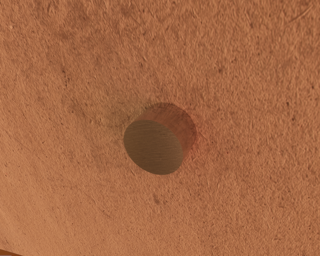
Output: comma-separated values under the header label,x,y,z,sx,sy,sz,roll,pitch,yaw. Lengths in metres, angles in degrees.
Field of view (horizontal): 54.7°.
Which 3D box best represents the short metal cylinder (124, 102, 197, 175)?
label,x,y,z,sx,sy,sz,roll,pitch,yaw
short metal cylinder,0.001,0.013,0.399,0.080,0.050,0.079,13,124,20
